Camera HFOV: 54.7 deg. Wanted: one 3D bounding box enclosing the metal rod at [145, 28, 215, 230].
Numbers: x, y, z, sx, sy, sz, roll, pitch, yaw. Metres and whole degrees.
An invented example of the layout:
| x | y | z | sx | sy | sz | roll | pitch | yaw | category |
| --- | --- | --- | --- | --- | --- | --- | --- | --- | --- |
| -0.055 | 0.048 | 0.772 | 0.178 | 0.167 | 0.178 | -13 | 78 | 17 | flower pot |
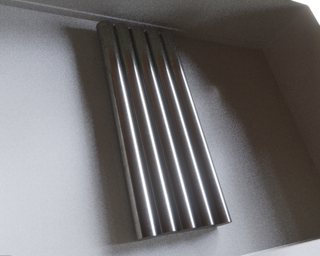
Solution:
| x | y | z | sx | sy | sz | roll | pitch | yaw | category |
| --- | --- | --- | --- | --- | --- | --- | --- | --- | --- |
| 0.019 | -0.016 | 0.424 | 0.025 | 0.025 | 0.299 | 0 | 62 | -28 | metal rod |

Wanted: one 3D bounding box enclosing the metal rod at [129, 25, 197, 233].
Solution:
| x | y | z | sx | sy | sz | roll | pitch | yaw | category |
| --- | --- | --- | --- | --- | --- | --- | --- | --- | --- |
| -0.004 | -0.016 | 0.412 | 0.025 | 0.025 | 0.299 | 0 | 62 | -28 | metal rod |

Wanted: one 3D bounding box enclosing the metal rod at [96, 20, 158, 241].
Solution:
| x | y | z | sx | sy | sz | roll | pitch | yaw | category |
| --- | --- | --- | --- | --- | --- | --- | --- | --- | --- |
| -0.047 | -0.016 | 0.388 | 0.025 | 0.025 | 0.299 | 0 | 62 | -28 | metal rod |

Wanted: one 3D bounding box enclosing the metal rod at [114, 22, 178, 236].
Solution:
| x | y | z | sx | sy | sz | roll | pitch | yaw | category |
| --- | --- | --- | --- | --- | --- | --- | --- | --- | --- |
| -0.026 | -0.017 | 0.400 | 0.025 | 0.025 | 0.299 | 0 | 62 | -28 | metal rod |

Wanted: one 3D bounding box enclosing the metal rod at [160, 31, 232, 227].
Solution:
| x | y | z | sx | sy | sz | roll | pitch | yaw | category |
| --- | --- | --- | --- | --- | --- | --- | --- | --- | --- |
| 0.042 | -0.015 | 0.436 | 0.025 | 0.025 | 0.299 | 0 | 62 | -28 | metal rod |
